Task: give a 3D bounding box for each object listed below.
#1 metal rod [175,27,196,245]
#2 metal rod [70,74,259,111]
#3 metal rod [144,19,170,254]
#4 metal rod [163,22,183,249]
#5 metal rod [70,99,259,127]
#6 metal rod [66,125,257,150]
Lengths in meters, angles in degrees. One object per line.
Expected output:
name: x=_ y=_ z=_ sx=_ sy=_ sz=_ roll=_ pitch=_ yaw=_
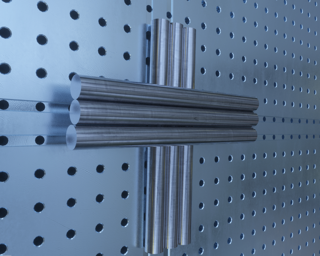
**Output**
metal rod: x=0.035 y=0.010 z=0.437 sx=0.025 sy=0.025 sz=0.298 roll=2 pitch=89 yaw=-40
metal rod: x=0.033 y=-0.040 z=0.403 sx=0.302 sy=0.025 sz=0.025 roll=1 pitch=90 yaw=-40
metal rod: x=-0.004 y=0.010 z=0.405 sx=0.025 sy=0.025 sz=0.298 roll=2 pitch=89 yaw=-40
metal rod: x=0.015 y=0.009 z=0.421 sx=0.025 sy=0.025 sz=0.298 roll=2 pitch=89 yaw=-40
metal rod: x=0.032 y=-0.015 z=0.402 sx=0.302 sy=0.025 sz=0.025 roll=1 pitch=90 yaw=-40
metal rod: x=0.029 y=0.010 z=0.400 sx=0.302 sy=0.025 sz=0.025 roll=1 pitch=90 yaw=-40
